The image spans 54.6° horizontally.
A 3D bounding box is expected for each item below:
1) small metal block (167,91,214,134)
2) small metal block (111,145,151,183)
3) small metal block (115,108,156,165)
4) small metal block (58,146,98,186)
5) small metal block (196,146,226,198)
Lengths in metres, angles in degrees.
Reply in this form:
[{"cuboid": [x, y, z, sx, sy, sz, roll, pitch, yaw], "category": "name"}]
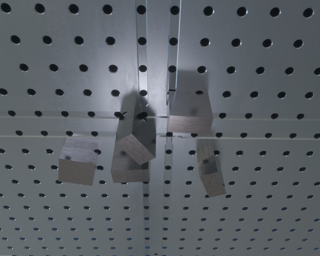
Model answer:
[{"cuboid": [0.035, -0.019, 0.379, 0.050, 0.050, 0.025, 4, 130, -3], "category": "small metal block"}, {"cuboid": [-0.039, 0.049, 0.436, 0.050, 0.050, 0.025, -3, 130, 2], "category": "small metal block"}, {"cuboid": [-0.030, 0.012, 0.405, 0.025, 0.050, 0.050, -27, 125, 21], "category": "small metal block"}, {"cuboid": [-0.121, 0.057, 0.459, 0.050, 0.025, 0.050, 10, 130, -9], "category": "small metal block"}, {"cuboid": [0.074, 0.064, 0.450, 0.025, 0.050, 0.050, -17, 128, 13], "category": "small metal block"}]
